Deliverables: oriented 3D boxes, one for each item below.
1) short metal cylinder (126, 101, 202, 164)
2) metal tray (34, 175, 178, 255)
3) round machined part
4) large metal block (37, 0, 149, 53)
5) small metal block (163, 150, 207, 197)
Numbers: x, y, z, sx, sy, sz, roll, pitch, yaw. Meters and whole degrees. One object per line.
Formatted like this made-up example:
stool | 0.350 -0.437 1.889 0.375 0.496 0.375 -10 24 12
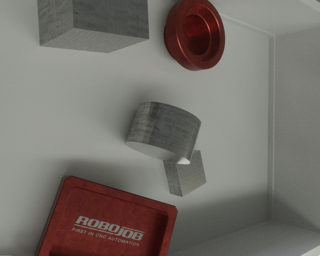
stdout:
short metal cylinder | 0.005 0.008 0.377 0.080 0.080 0.050 29 72 -37
metal tray | -0.053 0.112 0.332 0.131 0.030 0.090 21 74 -19
round machined part | 0.044 -0.129 0.434 0.099 0.042 0.097 0 90 -40
large metal block | -0.069 -0.112 0.314 0.081 0.080 0.050 -5 93 -40
small metal block | 0.036 0.063 0.439 0.050 0.025 0.050 -21 104 -38
